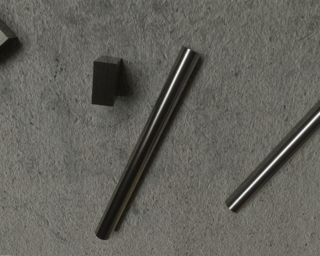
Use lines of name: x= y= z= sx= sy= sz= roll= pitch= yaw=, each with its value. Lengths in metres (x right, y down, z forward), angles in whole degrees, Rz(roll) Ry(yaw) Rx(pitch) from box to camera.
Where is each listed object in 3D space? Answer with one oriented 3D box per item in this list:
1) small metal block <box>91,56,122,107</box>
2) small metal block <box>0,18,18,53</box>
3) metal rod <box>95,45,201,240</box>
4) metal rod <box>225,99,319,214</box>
small metal block: x=-0.064 y=-0.058 z=0.374 sx=0.025 sy=0.050 sz=0.050 roll=7 pitch=110 yaw=-3
small metal block: x=-0.210 y=-0.112 z=0.367 sx=0.050 sy=0.025 sz=0.050 roll=-36 pitch=106 yaw=12
metal rod: x=-0.024 y=0.033 z=0.421 sx=0.025 sy=0.025 sz=0.298 roll=23 pitch=108 yaw=-9
metal rod: x=0.193 y=0.002 z=0.412 sx=0.025 sy=0.025 sz=0.299 roll=34 pitch=106 yaw=-12
